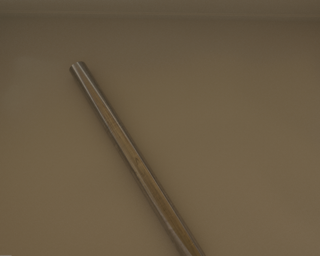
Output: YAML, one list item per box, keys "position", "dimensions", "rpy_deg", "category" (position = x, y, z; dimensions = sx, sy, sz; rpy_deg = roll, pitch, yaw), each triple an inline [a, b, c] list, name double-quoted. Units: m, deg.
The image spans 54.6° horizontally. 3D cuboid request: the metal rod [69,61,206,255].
- position: [-0.037, 0.033, 0.397]
  dimensions: [0.025, 0.025, 0.299]
  rpy_deg: [-31, 73, -10]
  category: "metal rod"
